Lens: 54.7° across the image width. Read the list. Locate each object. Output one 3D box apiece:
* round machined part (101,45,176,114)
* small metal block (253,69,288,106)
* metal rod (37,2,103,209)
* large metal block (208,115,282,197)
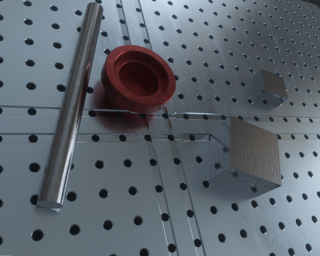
[{"bbox_3d":[-0.032,-0.061,0.417,0.099,0.042,0.098,14,56,-21],"label":"round machined part"},{"bbox_3d":[0.198,-0.072,0.559,0.050,0.025,0.050,16,55,-19],"label":"small metal block"},{"bbox_3d":[-0.102,-0.051,0.383,0.025,0.025,0.300,16,55,-20],"label":"metal rod"},{"bbox_3d":[0.117,0.040,0.430,0.080,0.050,0.080,21,54,-16],"label":"large metal block"}]
